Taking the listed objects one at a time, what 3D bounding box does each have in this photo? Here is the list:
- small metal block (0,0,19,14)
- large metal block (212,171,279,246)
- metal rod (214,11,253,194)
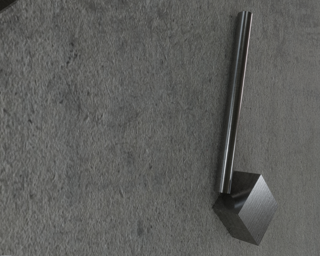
[{"bbox_3d":[-0.160,-0.122,0.270,0.050,0.025,0.050,-52,121,-27],"label":"small metal block"},{"bbox_3d":[0.142,0.129,0.508,0.080,0.050,0.080,-49,119,-29],"label":"large metal block"},{"bbox_3d":[0.121,-0.045,0.505,0.025,0.025,0.299,15,81,-39],"label":"metal rod"}]
